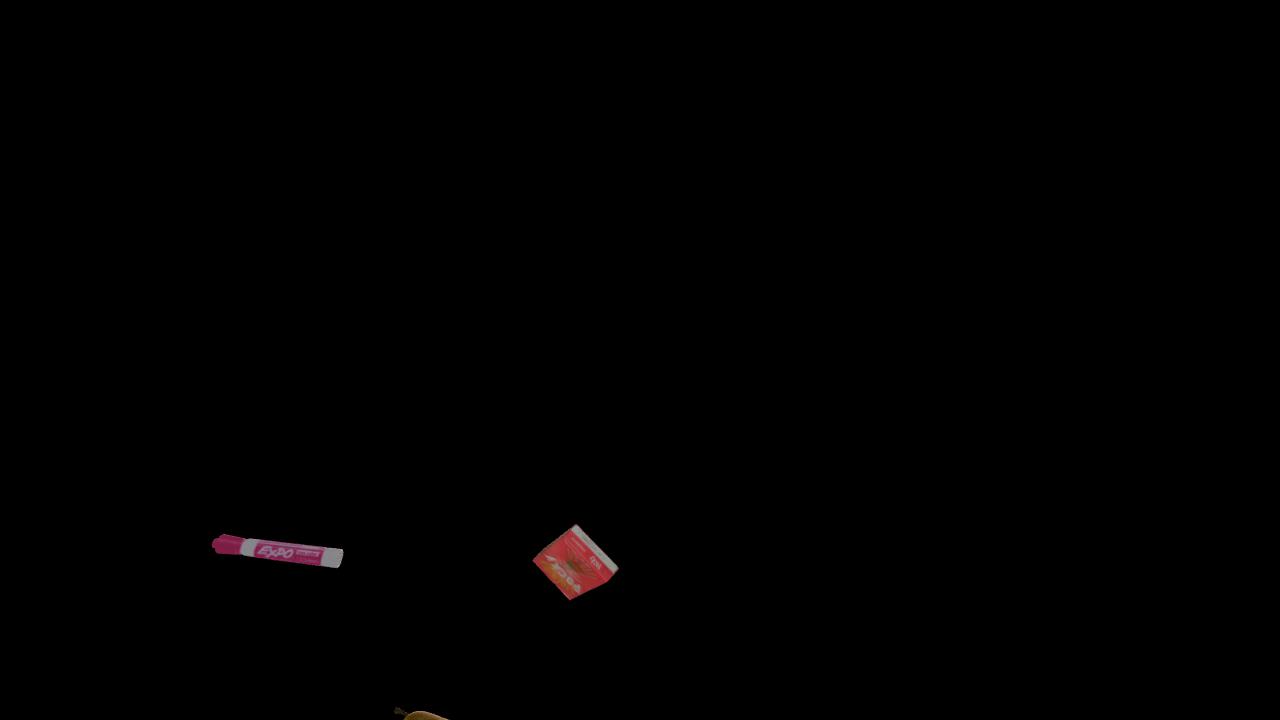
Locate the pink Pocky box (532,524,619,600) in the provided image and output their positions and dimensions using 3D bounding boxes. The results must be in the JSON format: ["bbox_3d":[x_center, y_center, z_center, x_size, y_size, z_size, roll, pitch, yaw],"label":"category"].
[{"bbox_3d":[-0.095,0.288,0.866,0.029,0.084,0.155,-42,-4,-38],"label":"pink Pocky box"}]

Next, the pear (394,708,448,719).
[{"bbox_3d":[-0.197,0.366,0.583,0.080,0.080,0.111,0,35,-44],"label":"pear"}]

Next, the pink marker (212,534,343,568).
[{"bbox_3d":[-0.365,0.193,0.620,0.121,0.020,0.020,10,-1,-8],"label":"pink marker"}]
